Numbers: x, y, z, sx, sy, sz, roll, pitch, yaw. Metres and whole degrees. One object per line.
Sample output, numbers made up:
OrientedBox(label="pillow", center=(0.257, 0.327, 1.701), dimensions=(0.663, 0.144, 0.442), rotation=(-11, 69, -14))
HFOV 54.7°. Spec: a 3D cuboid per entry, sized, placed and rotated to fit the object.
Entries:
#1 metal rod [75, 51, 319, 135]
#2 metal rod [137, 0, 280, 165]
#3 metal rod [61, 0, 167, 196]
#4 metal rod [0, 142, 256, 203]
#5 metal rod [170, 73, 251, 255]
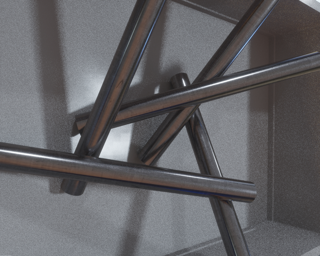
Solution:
OrientedBox(label="metal rod", center=(0.054, -0.043, 0.363), dimensions=(0.302, 0.025, 0.025), rotation=(-16, 102, -10))
OrientedBox(label="metal rod", center=(0.071, -0.076, 0.386), dimensions=(0.025, 0.025, 0.299), rotation=(35, 94, -35))
OrientedBox(label="metal rod", center=(-0.032, -0.066, 0.299), dimensions=(0.025, 0.025, 0.298), rotation=(15, 106, -40))
OrientedBox(label="metal rod", center=(-0.035, 0.047, 0.312), dimensions=(0.302, 0.025, 0.025), rotation=(12, 82, -19))
OrientedBox(label="metal rod", center=(0.066, 0.064, 0.382), dimensions=(0.025, 0.025, 0.299), rotation=(2, 63, -40))
